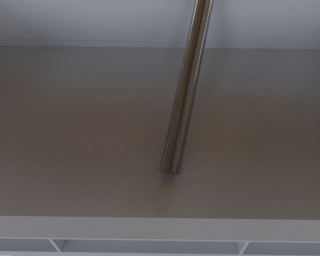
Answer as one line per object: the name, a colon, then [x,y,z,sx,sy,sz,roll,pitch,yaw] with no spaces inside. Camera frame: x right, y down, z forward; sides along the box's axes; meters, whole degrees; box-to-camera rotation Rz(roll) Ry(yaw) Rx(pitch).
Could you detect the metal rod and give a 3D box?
metal rod: [0.042,-0.089,0.402,0.025,0.025,0.299,10,75,8]
